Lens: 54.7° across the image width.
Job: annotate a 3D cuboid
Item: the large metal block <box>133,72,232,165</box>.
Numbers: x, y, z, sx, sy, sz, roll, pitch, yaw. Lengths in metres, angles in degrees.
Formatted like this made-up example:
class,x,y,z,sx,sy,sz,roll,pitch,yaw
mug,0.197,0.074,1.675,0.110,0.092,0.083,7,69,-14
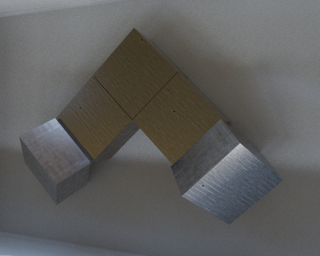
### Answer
class,x,y,z,sx,sy,sz,roll,pitch,yaw
large metal block,0.028,-0.009,0.385,0.080,0.050,0.080,-46,76,14

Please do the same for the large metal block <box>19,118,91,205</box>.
class,x,y,z,sx,sy,sz,roll,pitch,yaw
large metal block,-0.142,0.047,0.423,0.080,0.050,0.080,48,147,13

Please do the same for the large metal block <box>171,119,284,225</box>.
class,x,y,z,sx,sy,sz,roll,pitch,yaw
large metal block,0.073,0.050,0.347,0.080,0.050,0.080,36,106,-29

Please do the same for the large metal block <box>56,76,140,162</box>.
class,x,y,z,sx,sy,sz,roll,pitch,yaw
large metal block,-0.079,-0.012,0.423,0.080,0.050,0.080,-46,76,14

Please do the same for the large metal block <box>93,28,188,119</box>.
class,x,y,z,sx,sy,sz,roll,pitch,yaw
large metal block,-0.024,-0.067,0.404,0.080,0.050,0.080,-46,76,14
